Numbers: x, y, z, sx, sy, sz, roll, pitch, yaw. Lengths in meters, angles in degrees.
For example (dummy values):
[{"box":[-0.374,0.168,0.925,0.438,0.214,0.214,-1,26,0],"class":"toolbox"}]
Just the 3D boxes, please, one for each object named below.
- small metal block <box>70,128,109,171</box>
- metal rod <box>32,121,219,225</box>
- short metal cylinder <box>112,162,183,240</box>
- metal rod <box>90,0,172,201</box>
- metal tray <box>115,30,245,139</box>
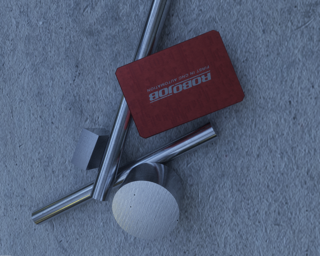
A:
[{"box":[-0.090,0.028,0.426,0.025,0.050,0.050,25,98,18],"class":"small metal block"},{"box":[-0.059,0.069,0.428,0.300,0.025,0.025,-28,81,17],"class":"metal rod"},{"box":[-0.013,0.090,0.386,0.080,0.050,0.079,3,109,9],"class":"short metal cylinder"},{"box":[-0.035,-0.051,0.405,0.025,0.025,0.298,18,90,19],"class":"metal rod"},{"box":[0.023,-0.051,0.375,0.131,0.030,0.090,-21,89,2],"class":"metal tray"}]
